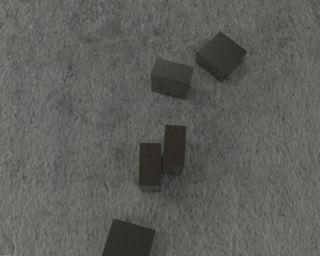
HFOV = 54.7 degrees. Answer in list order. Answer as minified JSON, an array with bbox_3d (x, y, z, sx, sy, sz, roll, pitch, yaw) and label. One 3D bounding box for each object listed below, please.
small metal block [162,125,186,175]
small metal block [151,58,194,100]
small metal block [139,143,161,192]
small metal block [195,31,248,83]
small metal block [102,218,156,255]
[{"bbox_3d":[0.017,0.029,0.385,0.025,0.050,0.050,4,70,1],"label":"small metal block"},{"bbox_3d":[0.016,-0.065,0.419,0.050,0.050,0.025,15,71,5],"label":"small metal block"},{"bbox_3d":[-0.011,0.049,0.377,0.025,0.050,0.050,0,70,0],"label":"small metal block"},{"bbox_3d":[0.088,-0.103,0.447,0.050,0.025,0.050,43,75,13],"label":"small metal block"},{"bbox_3d":[-0.036,0.137,0.358,0.050,0.025,0.050,14,71,5],"label":"small metal block"}]
